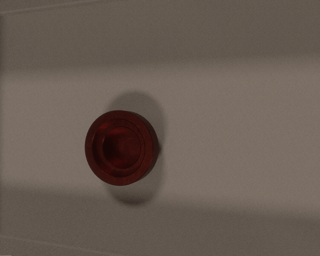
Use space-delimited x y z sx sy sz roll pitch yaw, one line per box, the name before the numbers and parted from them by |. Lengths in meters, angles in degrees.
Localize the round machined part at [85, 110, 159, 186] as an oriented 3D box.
round machined part | -0.048 0.026 0.417 0.098 0.042 0.097 0 90 19
